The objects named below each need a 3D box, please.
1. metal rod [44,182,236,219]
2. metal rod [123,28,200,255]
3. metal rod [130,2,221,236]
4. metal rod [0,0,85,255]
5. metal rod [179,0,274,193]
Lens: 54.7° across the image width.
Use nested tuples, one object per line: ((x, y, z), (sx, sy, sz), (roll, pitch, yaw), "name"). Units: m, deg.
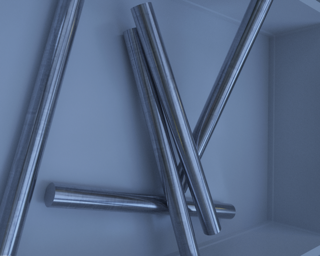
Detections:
((0.001, 0.102, 0.409), (0.302, 0.025, 0.025), (17, 79, -39), "metal rod")
((0.003, 0.025, 0.389), (0.025, 0.025, 0.298), (-17, 94, -39), "metal rod")
((0.025, 0.000, 0.384), (0.025, 0.025, 0.298), (-29, 106, -37), "metal rod")
((-0.123, 0.005, 0.304), (0.025, 0.025, 0.299), (19, 78, -39), "metal rod")
((0.080, -0.050, 0.398), (0.025, 0.025, 0.298), (11, 107, -40), "metal rod")
